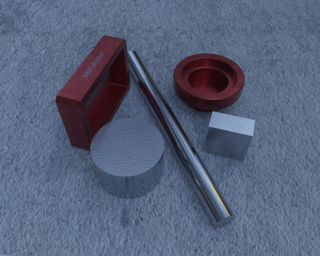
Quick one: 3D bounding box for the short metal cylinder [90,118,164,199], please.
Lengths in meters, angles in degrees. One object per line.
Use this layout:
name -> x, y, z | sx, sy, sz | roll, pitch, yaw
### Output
short metal cylinder -> -0.036, 0.035, 0.359 | 0.081, 0.050, 0.080 | 0, 50, 0

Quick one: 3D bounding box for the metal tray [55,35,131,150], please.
metal tray -> -0.079, -0.047, 0.401 | 0.030, 0.089, 0.130 | 14, 51, 11

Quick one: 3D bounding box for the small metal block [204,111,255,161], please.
small metal block -> 0.083, 0.010, 0.377 | 0.050, 0.050, 0.025 | 13, 51, 10

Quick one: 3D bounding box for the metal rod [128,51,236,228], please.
metal rod -> 0.011, -0.008, 0.412 | 0.025, 0.025, 0.300 | -17, 52, -14

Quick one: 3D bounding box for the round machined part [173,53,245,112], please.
round machined part -> 0.068, -0.061, 0.446 | 0.099, 0.042, 0.098 | 0, 50, 0
